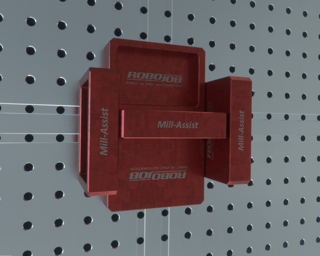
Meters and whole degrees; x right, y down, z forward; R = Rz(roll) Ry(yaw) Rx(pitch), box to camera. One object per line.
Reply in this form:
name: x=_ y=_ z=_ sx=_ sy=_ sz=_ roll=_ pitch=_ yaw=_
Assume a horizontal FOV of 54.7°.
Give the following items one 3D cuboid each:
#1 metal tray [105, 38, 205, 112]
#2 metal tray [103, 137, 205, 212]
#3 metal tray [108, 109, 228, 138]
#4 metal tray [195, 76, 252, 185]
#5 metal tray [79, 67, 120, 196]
metal tray: x=-0.005 y=-0.064 z=0.409 sx=0.131 sy=0.030 sz=0.089 roll=1 pitch=90 yaw=-21
metal tray: x=-0.006 y=0.057 z=0.407 sx=0.131 sy=0.030 sz=0.089 roll=1 pitch=90 yaw=-21
metal tray: x=0.004 y=-0.004 z=0.379 sx=0.131 sy=0.090 sz=0.030 roll=1 pitch=90 yaw=-20
metal tray: x=0.081 y=0.003 z=0.409 sx=0.030 sy=0.090 sz=0.129 roll=1 pitch=90 yaw=-20
metal tray: x=-0.072 y=0.004 z=0.352 sx=0.030 sy=0.090 sz=0.129 roll=1 pitch=90 yaw=-20
